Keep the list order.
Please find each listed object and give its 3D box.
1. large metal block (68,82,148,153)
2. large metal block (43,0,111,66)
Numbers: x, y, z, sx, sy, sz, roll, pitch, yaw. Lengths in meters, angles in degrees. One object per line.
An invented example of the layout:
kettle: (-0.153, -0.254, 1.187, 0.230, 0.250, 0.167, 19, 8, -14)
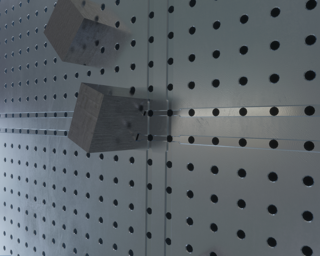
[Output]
large metal block: (-0.072, -0.014, 0.435, 0.050, 0.081, 0.080, 29, 108, 36)
large metal block: (-0.138, -0.162, 0.509, 0.080, 0.050, 0.080, -52, 60, 27)
